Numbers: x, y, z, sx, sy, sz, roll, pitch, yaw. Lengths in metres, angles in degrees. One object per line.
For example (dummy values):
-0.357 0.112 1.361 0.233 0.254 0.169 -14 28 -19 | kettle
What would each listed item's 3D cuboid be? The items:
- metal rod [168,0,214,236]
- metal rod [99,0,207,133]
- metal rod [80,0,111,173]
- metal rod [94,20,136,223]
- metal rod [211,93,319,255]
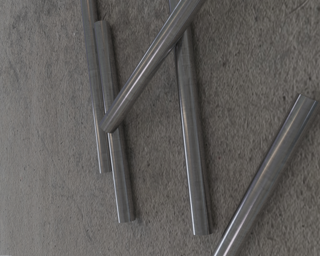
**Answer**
0.036 -0.025 0.375 0.025 0.025 0.298 -10 84 39 | metal rod
0.007 -0.104 0.365 0.298 0.025 0.025 -52 60 29 | metal rod
-0.099 -0.080 0.486 0.025 0.025 0.298 -13 82 39 | metal rod
-0.068 -0.014 0.461 0.025 0.025 0.298 -14 81 39 | metal rod
0.087 0.104 0.332 0.025 0.025 0.298 34 111 35 | metal rod
